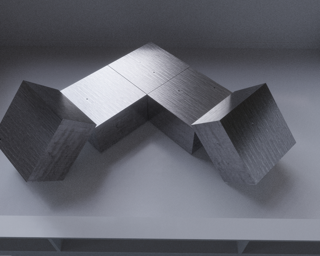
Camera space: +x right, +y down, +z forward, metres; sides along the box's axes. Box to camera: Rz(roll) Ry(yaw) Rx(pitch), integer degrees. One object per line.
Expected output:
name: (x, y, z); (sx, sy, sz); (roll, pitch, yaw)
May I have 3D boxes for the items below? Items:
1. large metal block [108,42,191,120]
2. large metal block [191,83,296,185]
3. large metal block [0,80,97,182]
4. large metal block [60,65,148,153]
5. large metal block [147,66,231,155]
large metal block: (-0.015, -0.070, 0.445); (0.080, 0.050, 0.080); (-36, 59, -27)
large metal block: (0.096, 0.007, 0.354); (0.080, 0.050, 0.080); (-36, 102, -26)
large metal block: (-0.133, 0.004, 0.354); (0.080, 0.050, 0.080); (39, 102, 27)
large metal block: (-0.073, -0.027, 0.409); (0.080, 0.050, 0.080); (-36, 59, -27)
large metal block: (0.041, -0.025, 0.408); (0.080, 0.050, 0.080); (-36, 59, -27)
